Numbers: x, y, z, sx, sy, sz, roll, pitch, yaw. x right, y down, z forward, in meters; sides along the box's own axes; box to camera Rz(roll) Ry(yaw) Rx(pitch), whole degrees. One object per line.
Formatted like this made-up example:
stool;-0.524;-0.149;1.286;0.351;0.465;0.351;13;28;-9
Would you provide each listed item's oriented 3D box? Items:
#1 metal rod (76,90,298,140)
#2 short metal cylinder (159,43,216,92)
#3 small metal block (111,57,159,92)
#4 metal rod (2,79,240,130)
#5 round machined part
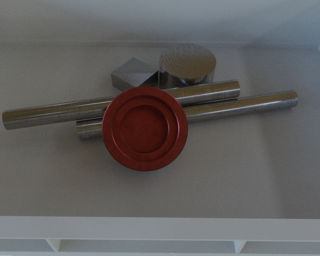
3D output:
metal rod;0.042;-0.019;0.421;0.302;0.025;0.025;-9;51;-8
short metal cylinder;0.039;-0.081;0.457;0.081;0.050;0.080;0;50;0
small metal block;-0.037;-0.075;0.468;0.050;0.025;0.050;31;56;23
metal rod;-0.043;-0.032;0.405;0.302;0.025;0.025;-9;51;-8
round machined part;-0.019;0.002;0.372;0.099;0.042;0.097;1;86;-8
